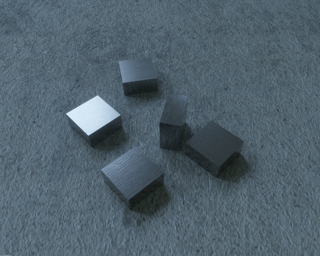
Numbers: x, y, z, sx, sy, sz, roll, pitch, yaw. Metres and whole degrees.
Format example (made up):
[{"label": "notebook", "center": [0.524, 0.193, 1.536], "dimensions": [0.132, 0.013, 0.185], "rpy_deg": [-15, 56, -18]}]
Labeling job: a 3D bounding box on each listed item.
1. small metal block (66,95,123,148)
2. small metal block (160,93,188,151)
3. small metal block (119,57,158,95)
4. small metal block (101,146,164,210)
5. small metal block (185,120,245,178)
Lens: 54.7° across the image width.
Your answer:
[{"label": "small metal block", "center": [-0.086, -0.010, 0.411], "dimensions": [0.050, 0.025, 0.050], "rpy_deg": [-36, 59, -26]}, {"label": "small metal block", "center": [0.018, -0.007, 0.393], "dimensions": [0.025, 0.050, 0.050], "rpy_deg": [10, 51, 8]}, {"label": "small metal block", "center": [-0.033, -0.079, 0.469], "dimensions": [0.050, 0.025, 0.050], "rpy_deg": [-9, 51, -8]}, {"label": "small metal block", "center": [-0.031, 0.056, 0.356], "dimensions": [0.050, 0.025, 0.050], "rpy_deg": [-34, 58, -26]}, {"label": "small metal block", "center": [0.067, 0.025, 0.383], "dimensions": [0.050, 0.025, 0.050], "rpy_deg": [36, 59, 26]}]
